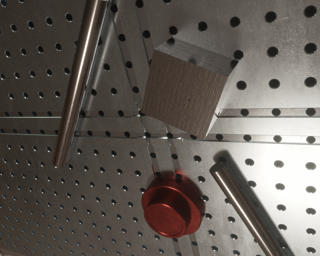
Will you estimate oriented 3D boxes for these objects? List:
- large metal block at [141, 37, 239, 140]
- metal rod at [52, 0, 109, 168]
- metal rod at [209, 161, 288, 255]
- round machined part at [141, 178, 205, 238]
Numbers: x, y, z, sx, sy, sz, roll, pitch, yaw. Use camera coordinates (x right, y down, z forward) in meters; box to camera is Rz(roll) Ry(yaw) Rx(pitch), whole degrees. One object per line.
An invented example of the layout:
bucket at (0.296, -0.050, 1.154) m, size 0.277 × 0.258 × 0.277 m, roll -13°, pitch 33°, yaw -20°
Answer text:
large metal block at (0.032, -0.046, 0.349) m, size 0.080 × 0.050 × 0.079 m, roll 24°, pitch 127°, yaw 13°
metal rod at (-0.122, -0.046, 0.444) m, size 0.025 × 0.025 × 0.298 m, roll 32°, pitch 128°, yaw 7°
metal rod at (0.158, 0.171, 0.432) m, size 0.025 × 0.025 × 0.299 m, roll -26°, pitch 105°, yaw 36°
round machined part at (0.015, 0.127, 0.470) m, size 0.098 × 0.042 × 0.097 m, roll 13°, pitch 124°, yaw 20°
